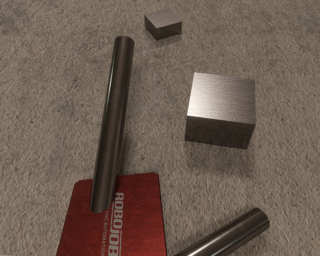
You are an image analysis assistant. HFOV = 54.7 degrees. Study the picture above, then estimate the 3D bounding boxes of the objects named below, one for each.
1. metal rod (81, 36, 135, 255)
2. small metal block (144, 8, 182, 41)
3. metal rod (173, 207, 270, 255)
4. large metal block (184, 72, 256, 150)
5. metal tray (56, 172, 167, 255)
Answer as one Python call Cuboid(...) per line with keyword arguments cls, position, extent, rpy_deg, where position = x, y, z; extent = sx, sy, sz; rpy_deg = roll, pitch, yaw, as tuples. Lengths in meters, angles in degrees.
Cuboid(cls="metal rod", position=(-0.054, 0.030, 0.325), extent=(0.025, 0.025, 0.299), rpy_deg=(3, 66, 2))
Cuboid(cls="small metal block", position=(0.005, -0.189, 0.562), extent=(0.050, 0.025, 0.050), rpy_deg=(-21, 53, -17))
Cuboid(cls="metal rod", position=(-0.022, 0.143, 0.260), extent=(0.302, 0.025, 0.025), rpy_deg=(-21, 53, -25))
Cuboid(cls="large metal block", position=(0.079, -0.024, 0.408), extent=(0.080, 0.050, 0.080), rpy_deg=(8, 50, 6))
Cuboid(cls="metal tray", position=(-0.041, 0.097, 0.287), extent=(0.091, 0.030, 0.130), rpy_deg=(-6, 30, -1))
